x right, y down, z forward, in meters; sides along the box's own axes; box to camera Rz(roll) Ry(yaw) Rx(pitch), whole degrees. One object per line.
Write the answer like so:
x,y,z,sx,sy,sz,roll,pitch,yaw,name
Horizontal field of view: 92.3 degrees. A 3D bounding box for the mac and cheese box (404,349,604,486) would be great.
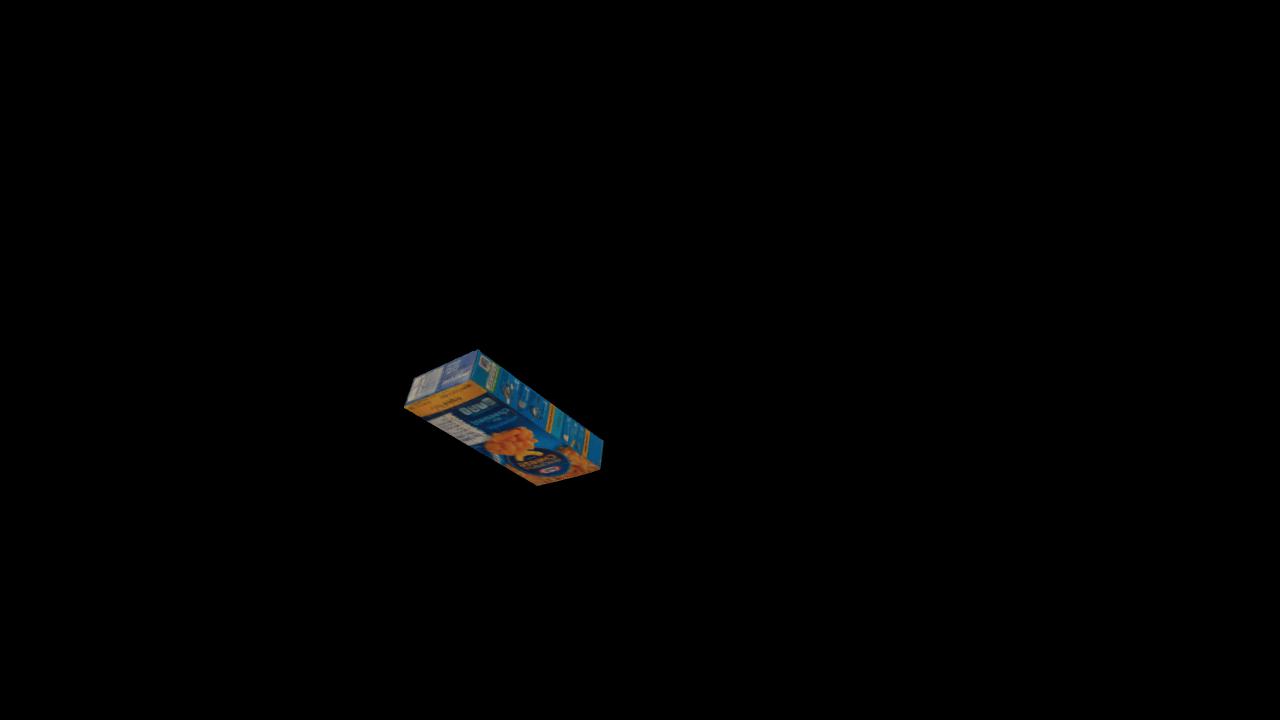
-0.127,0.065,0.606,0.093,0.041,0.184,-21,-44,29,mac and cheese box
